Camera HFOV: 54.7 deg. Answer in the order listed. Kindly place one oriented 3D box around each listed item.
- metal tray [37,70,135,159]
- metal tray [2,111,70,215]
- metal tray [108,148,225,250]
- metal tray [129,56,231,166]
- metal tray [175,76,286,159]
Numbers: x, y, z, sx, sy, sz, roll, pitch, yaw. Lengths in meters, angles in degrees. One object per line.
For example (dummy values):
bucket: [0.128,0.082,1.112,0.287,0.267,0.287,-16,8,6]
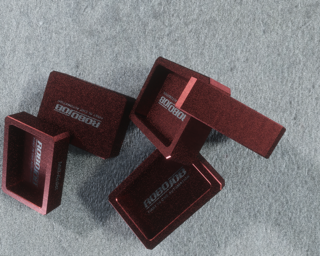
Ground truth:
metal tray: [-0.109,-0.020,0.443,0.130,0.030,0.089,21,97,18]
metal tray: [-0.183,0.051,0.450,0.090,0.030,0.129,22,113,18]
metal tray: [0.007,0.081,0.403,0.130,0.030,0.090,-45,77,14]
metal tray: [0.015,-0.026,0.358,0.090,0.030,0.130,-63,31,9]
metal tray: [0.063,-0.012,0.319,0.090,0.130,0.030,30,95,2]
